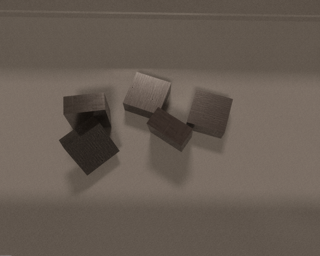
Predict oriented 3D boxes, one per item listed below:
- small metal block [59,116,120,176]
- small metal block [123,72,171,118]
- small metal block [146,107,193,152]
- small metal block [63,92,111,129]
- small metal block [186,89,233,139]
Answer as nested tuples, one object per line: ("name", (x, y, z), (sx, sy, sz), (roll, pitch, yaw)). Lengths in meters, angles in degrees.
("small metal block", (-0.087, 0.022, 0.385), (0.050, 0.050, 0.025), (-38, 36, -13))
("small metal block", (-0.017, -0.043, 0.425), (0.050, 0.025, 0.050), (19, 71, 6))
("small metal block", (0.013, 0.003, 0.394), (0.050, 0.050, 0.025), (33, 81, 10))
("small metal block", (-0.093, -0.020, 0.402), (0.050, 0.050, 0.025), (-7, 66, -3))
("small metal block", (0.066, -0.019, 0.417), (0.050, 0.025, 0.050), (16, 71, 5))
